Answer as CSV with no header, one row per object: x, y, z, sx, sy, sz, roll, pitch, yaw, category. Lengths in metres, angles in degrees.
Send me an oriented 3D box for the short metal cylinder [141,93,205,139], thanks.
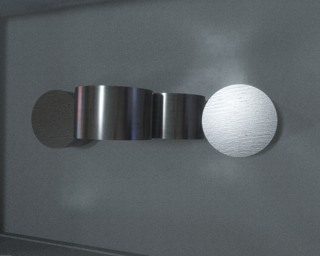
0.014,-0.013,0.374,0.080,0.080,0.050,2,91,20,short metal cylinder

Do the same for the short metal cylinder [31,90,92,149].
-0.133,-0.012,0.442,0.080,0.050,0.080,0,90,20,short metal cylinder

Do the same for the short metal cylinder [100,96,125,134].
-0.062,-0.016,0.401,0.080,0.080,0.050,2,91,20,short metal cylinder

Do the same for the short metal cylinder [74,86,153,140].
-0.048,-0.014,0.323,0.080,0.080,0.050,2,91,20,short metal cylinder

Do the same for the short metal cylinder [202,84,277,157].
0.094,-0.008,0.362,0.080,0.050,0.080,0,90,20,short metal cylinder
